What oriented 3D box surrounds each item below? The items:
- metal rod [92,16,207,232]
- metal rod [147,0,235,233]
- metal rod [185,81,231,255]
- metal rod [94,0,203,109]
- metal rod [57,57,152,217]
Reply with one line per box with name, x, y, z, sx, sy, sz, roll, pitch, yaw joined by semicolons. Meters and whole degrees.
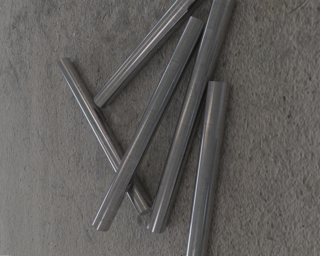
metal rod;-0.018;0.004;0.398;0.025;0.025;0.298;35;105;34
metal rod;0.034;-0.008;0.376;0.025;0.025;0.298;25;106;37
metal rod;0.049;0.096;0.364;0.025;0.025;0.298;11;97;39
metal rod;0.003;-0.125;0.402;0.299;0.025;0.025;-42;65;32
metal rod;-0.093;-0.001;0.481;0.025;0.025;0.299;-48;62;29
